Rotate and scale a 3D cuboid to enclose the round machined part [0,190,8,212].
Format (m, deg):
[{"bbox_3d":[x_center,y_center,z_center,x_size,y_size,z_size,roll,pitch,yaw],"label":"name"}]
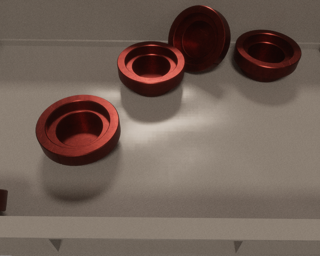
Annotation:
[{"bbox_3d":[-0.202,0.081,0.294,0.099,0.098,0.042,-1,76,-1],"label":"round machined part"}]

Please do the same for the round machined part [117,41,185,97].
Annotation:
[{"bbox_3d":[-0.013,-0.084,0.465,0.099,0.042,0.098,0,50,0],"label":"round machined part"}]

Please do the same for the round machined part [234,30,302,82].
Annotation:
[{"bbox_3d":[0.165,-0.110,0.488,0.099,0.042,0.098,0,50,0],"label":"round machined part"}]

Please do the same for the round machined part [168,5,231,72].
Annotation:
[{"bbox_3d":[0.065,-0.137,0.484,0.098,0.097,0.042,36,26,26],"label":"round machined part"}]

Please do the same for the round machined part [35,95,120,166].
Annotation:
[{"bbox_3d":[-0.098,0.007,0.387,0.099,0.042,0.098,0,50,0],"label":"round machined part"}]
